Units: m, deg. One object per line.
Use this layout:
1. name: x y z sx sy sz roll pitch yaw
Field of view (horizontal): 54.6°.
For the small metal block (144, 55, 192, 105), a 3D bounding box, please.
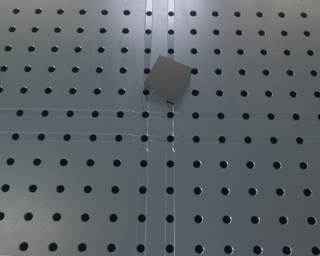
1. small metal block: 0.012 -0.068 0.437 0.050 0.025 0.050 24 72 8
